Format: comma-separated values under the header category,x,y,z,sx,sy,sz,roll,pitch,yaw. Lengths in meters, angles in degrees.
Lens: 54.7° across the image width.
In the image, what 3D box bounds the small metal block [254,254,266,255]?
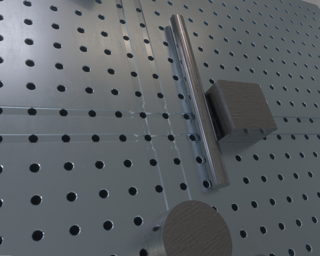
category,x,y,z,sx,sy,sz,roll,pitch,yaw
small metal block,0.115,0.167,0.348,0.050,0.050,0.025,-2,89,-29

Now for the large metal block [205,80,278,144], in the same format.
category,x,y,z,sx,sy,sz,roll,pitch,yaw
large metal block,0.118,-0.023,0.469,0.081,0.050,0.080,1,61,-28

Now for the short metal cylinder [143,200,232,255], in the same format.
category,x,y,z,sx,sy,sz,roll,pitch,yaw
short metal cylinder,0.029,0.124,0.332,0.081,0.050,0.080,14,56,-21

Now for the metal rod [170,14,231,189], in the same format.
category,x,y,z,sx,sy,sz,roll,pitch,yaw
metal rod,0.054,-0.056,0.470,0.025,0.025,0.299,3,60,-27
